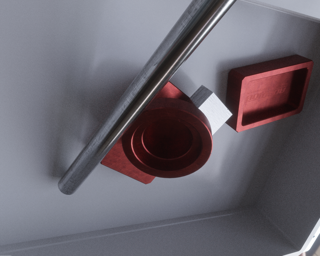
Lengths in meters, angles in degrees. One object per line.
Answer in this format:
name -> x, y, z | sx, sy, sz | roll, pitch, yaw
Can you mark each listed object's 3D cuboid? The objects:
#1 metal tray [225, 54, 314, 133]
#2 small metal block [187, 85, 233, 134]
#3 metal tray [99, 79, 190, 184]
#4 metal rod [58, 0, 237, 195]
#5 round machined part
metal tray -> 0.162, -0.053, 0.463 | 0.131, 0.030, 0.089 | -16, 125, -20
small metal block -> 0.055, -0.017, 0.391 | 0.050, 0.025, 0.050 | -47, 130, 4
metal tray -> -0.010, 0.005, 0.404 | 0.090, 0.030, 0.130 | 34, 99, -39
metal rod -> -0.035, -0.013, 0.305 | 0.025, 0.025, 0.298 | 13, 136, -34
round machined part -> 0.009, 0.008, 0.352 | 0.099, 0.042, 0.097 | 2, 125, 3
